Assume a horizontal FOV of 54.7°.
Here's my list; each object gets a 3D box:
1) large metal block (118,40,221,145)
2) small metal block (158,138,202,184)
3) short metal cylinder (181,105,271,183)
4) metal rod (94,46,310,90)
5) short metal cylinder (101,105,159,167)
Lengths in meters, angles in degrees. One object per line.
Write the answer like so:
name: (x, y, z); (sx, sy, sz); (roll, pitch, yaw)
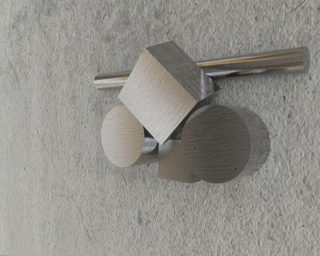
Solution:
large metal block: (0.008, -0.041, 0.361); (0.080, 0.050, 0.080); (48, 133, 11)
small metal block: (0.025, 0.039, 0.387); (0.050, 0.025, 0.050); (3, 92, 40)
short metal cylinder: (0.070, 0.016, 0.332); (0.080, 0.050, 0.079); (0, 90, 40)
metal rod: (0.023, -0.068, 0.387); (0.300, 0.025, 0.025); (2, 91, 40)
short metal cylinder: (-0.033, 0.010, 0.417); (0.080, 0.050, 0.079); (0, 90, 40)
